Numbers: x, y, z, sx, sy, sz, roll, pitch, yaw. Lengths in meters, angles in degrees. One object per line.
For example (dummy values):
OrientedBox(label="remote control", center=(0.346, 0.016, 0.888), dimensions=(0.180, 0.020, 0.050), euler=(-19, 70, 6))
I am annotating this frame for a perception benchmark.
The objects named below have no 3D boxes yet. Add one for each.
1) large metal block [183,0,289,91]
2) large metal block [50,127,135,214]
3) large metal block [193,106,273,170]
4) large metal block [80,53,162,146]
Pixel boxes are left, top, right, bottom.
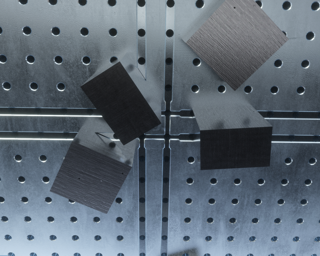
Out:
OrientedBox(label="large metal block", center=(0.085, -0.104, 0.363), dimensions=(0.080, 0.050, 0.080), euler=(41, 105, -14))
OrientedBox(label="large metal block", center=(-0.089, 0.057, 0.420), dimensions=(0.080, 0.050, 0.080), euler=(25, 108, -10))
OrientedBox(label="large metal block", center=(0.086, 0.010, 0.389), dimensions=(0.081, 0.080, 0.050), euler=(-3, 110, 1))
OrientedBox(label="large metal block", center=(-0.041, -0.038, 0.370), dimensions=(0.050, 0.080, 0.080), euler=(-31, 108, 10))
